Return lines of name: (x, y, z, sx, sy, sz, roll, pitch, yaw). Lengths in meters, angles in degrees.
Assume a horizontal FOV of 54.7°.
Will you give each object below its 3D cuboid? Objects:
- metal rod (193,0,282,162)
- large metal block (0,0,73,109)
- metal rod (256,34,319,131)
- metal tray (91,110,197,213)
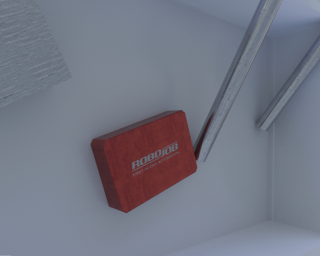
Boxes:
metal rod: (0.109, -0.087, 0.411, 0.025, 0.025, 0.298, 5, 115, -40)
large metal block: (-0.139, -0.064, 0.274, 0.081, 0.050, 0.080, -34, 112, -35)
metal rod: (0.259, -0.122, 0.521, 0.025, 0.025, 0.298, 14, 116, -40)
metal tray: (-0.014, 0.037, 0.394, 0.131, 0.030, 0.089, -23, 105, -38)
